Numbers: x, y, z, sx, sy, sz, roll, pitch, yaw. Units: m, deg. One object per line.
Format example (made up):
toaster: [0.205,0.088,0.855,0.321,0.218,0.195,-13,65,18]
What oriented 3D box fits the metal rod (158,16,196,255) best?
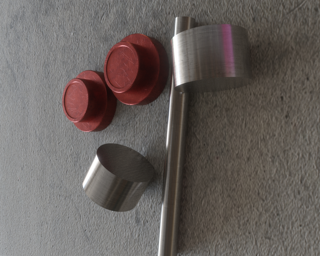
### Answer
metal rod: [0.020,0.016,0.386,0.025,0.025,0.298,7,94,39]

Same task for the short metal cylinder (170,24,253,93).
short metal cylinder: [0.053,-0.069,0.324,0.080,0.081,0.050,-7,86,39]

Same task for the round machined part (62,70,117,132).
round machined part: [-0.117,-0.043,0.487,0.098,0.042,0.097,0,90,39]

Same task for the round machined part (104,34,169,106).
round machined part: [-0.039,-0.080,0.424,0.098,0.042,0.097,0,90,39]

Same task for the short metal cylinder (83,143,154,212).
short metal cylinder: [-0.055,0.064,0.413,0.080,0.081,0.050,42,115,31]
